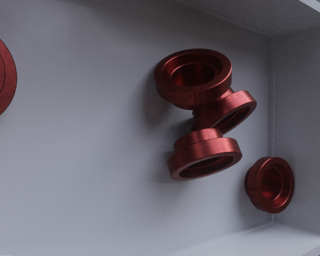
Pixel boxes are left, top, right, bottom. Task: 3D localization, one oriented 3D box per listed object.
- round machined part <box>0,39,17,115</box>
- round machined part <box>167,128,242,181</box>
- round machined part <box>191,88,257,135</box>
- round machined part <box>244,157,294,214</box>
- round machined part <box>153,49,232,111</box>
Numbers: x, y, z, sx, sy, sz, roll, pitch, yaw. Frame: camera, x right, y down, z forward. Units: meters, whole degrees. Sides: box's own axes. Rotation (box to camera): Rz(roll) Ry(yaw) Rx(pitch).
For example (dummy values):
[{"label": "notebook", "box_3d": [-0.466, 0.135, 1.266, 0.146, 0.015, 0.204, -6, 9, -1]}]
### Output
[{"label": "round machined part", "box_3d": [-0.169, -0.046, 0.254, 0.099, 0.042, 0.097, 0, 90, -40]}, {"label": "round machined part", "box_3d": [0.056, 0.034, 0.417, 0.099, 0.098, 0.042, 6, 58, -40]}, {"label": "round machined part", "box_3d": [0.086, -0.023, 0.447, 0.099, 0.097, 0.042, -16, 64, -39]}, {"label": "round machined part", "box_3d": [0.190, 0.099, 0.552, 0.099, 0.042, 0.097, 1, 88, -31]}, {"label": "round machined part", "box_3d": [0.043, -0.060, 0.404, 0.098, 0.098, 0.042, -45, 142, -31]}]
